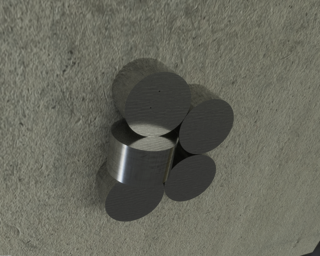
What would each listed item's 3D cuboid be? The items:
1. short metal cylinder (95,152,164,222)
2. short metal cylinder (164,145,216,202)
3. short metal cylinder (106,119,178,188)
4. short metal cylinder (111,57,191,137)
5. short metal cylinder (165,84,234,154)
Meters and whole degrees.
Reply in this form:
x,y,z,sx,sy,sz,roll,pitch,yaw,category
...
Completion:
x,y,z,sx,sy,sz,roll,pitch,yaw,category
-0.041,0.078,0.418,0.081,0.050,0.079,-13,124,-20,short metal cylinder
0.032,0.058,0.445,0.081,0.050,0.079,-13,124,-20,short metal cylinder
-0.022,0.027,0.377,0.081,0.080,0.050,-3,120,-27,short metal cylinder
-0.011,-0.036,0.363,0.081,0.050,0.079,-13,124,-20,short metal cylinder
0.049,-0.012,0.411,0.081,0.050,0.079,-14,125,-21,short metal cylinder
